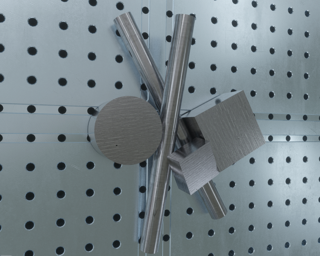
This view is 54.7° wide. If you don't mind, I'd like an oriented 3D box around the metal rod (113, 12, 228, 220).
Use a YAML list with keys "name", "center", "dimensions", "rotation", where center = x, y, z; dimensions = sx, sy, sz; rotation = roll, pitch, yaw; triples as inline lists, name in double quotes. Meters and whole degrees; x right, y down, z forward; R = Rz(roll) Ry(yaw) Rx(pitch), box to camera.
- name: "metal rod"
  center: [0.018, -0.009, 0.415]
  dimensions: [0.025, 0.025, 0.299]
  rotation: [-30, 100, -18]

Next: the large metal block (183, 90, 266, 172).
- name: "large metal block"
  center: [0.085, 0.003, 0.426]
  dimensions: [0.080, 0.050, 0.080]
  rotation: [-29, 100, -18]

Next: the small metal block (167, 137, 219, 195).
- name: "small metal block"
  center: [0.042, 0.047, 0.391]
  dimensions: [0.050, 0.025, 0.050]
  rotation: [-31, 116, -25]

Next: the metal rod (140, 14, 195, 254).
- name: "metal rod"
  center: [0.008, 0.011, 0.391]
  dimensions: [0.025, 0.025, 0.298]
  rotation: [7, 96, -20]

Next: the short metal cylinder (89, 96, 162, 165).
- name: "short metal cylinder"
  center: [-0.044, 0.003, 0.380]
  dimensions: [0.081, 0.050, 0.079]
  rotation: [0, 90, -21]
